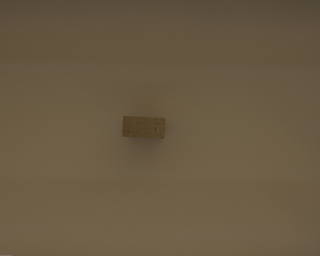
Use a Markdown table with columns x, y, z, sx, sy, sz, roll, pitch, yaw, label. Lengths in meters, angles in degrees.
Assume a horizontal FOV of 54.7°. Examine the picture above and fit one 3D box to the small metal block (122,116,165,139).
| x | y | z | sx | sy | sz | roll | pitch | yaw | label |
| --- | --- | --- | --- | --- | --- | --- | --- | --- | --- |
| -0.020 | -0.001 | 0.395 | 0.050 | 0.050 | 0.025 | 3 | 90 | -1 | small metal block |
